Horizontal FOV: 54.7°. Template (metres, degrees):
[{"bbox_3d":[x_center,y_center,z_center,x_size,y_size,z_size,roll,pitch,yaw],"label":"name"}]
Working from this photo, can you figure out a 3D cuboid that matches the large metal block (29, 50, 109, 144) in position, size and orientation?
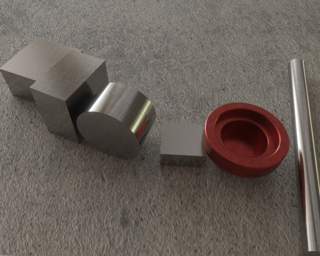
[{"bbox_3d":[-0.109,-0.040,0.400,0.050,0.080,0.080,21,53,16],"label":"large metal block"}]

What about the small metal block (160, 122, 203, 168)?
[{"bbox_3d":[0.027,0.020,0.387,0.050,0.025,0.050,3,50,2],"label":"small metal block"}]

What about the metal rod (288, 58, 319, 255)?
[{"bbox_3d":[0.183,0.012,0.395,0.025,0.025,0.300,10,51,8],"label":"metal rod"}]

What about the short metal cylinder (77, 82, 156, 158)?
[{"bbox_3d":[-0.051,-0.008,0.374,0.080,0.080,0.050,16,52,13],"label":"short metal cylinder"}]

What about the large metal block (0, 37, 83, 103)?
[{"bbox_3d":[-0.165,-0.080,0.452,0.080,0.050,0.080,19,52,14],"label":"large metal block"}]

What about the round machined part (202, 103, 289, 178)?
[{"bbox_3d":[0.100,0.018,0.376,0.099,0.042,0.098,3,51,-3],"label":"round machined part"}]
